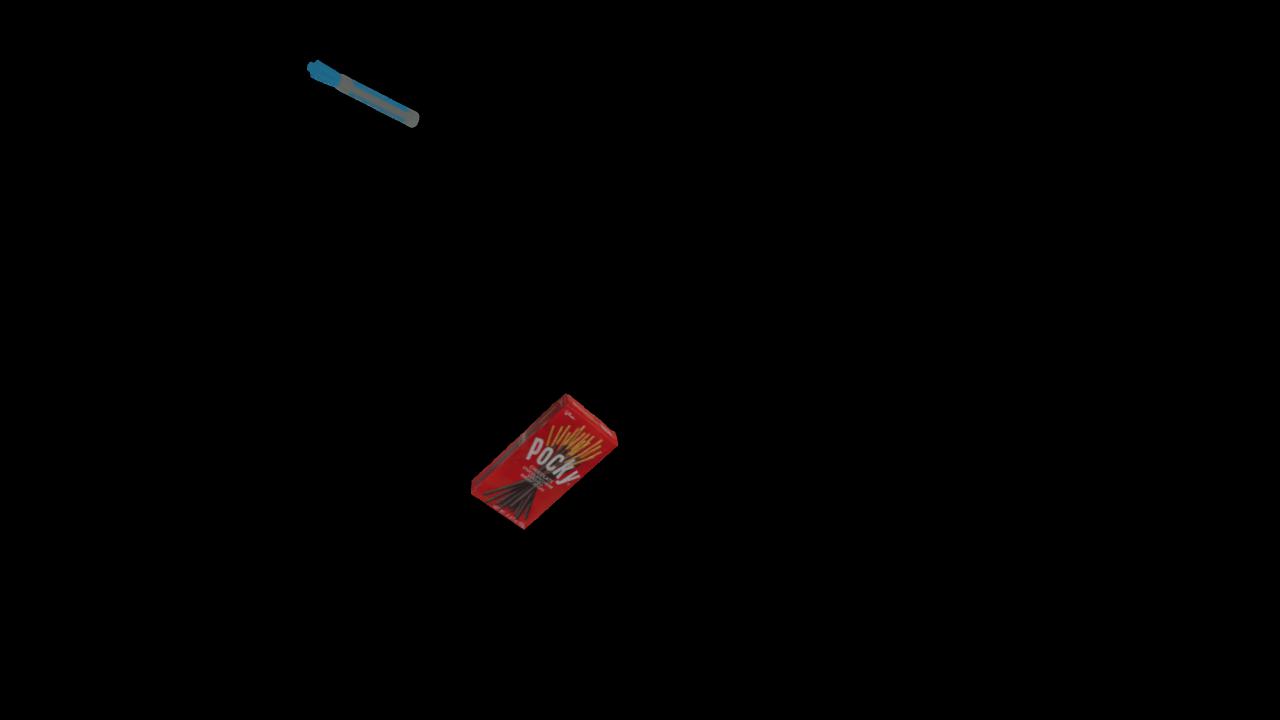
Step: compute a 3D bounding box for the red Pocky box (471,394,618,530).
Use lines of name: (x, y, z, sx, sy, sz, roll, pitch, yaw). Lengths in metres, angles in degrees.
red Pocky box: (-0.107, 0.115, 0.686, 0.083, 0.155, 0.028, 43, 10, -24)

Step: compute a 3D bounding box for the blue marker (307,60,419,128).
blue marker: (-0.292, -0.282, 0.655, 0.020, 0.020, 0.121, 0, -7, 34)
